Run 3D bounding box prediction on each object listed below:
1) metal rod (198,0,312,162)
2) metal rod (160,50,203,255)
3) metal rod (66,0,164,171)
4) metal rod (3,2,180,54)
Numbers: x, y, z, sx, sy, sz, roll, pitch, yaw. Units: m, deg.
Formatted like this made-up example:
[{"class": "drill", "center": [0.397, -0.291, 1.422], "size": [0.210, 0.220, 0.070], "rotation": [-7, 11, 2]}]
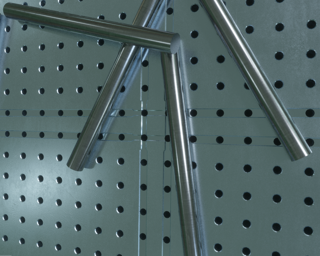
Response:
[{"class": "metal rod", "center": [0.095, -0.098, 0.378], "size": [0.025, 0.025, 0.299], "rotation": [-30, 81, 17]}, {"class": "metal rod", "center": [0.027, 0.029, 0.402], "size": [0.025, 0.025, 0.298], "rotation": [-7, 88, 19]}, {"class": "metal rod", "center": [-0.058, -0.074, 0.432], "size": [0.025, 0.025, 0.298], "rotation": [30, 99, 17]}, {"class": "metal rod", "center": [-0.111, -0.144, 0.432], "size": [0.301, 0.025, 0.025], "rotation": [19, 96, 25]}]
